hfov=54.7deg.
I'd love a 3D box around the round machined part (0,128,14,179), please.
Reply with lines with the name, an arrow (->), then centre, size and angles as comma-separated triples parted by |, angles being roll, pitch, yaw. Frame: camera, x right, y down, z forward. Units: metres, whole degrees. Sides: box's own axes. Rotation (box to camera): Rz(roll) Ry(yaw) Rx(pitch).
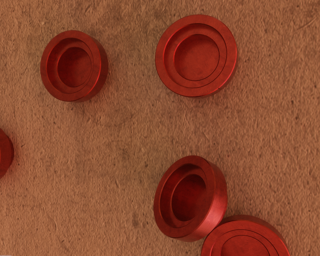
round machined part -> -0.277, 0.040, 0.498 | 0.098, 0.042, 0.097 | 0, 90, 20

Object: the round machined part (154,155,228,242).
round machined part -> 0.040, 0.085, 0.368 | 0.098, 0.042, 0.098 | -33, 41, 35

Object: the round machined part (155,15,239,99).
round machined part -> 0.047, -0.085, 0.383 | 0.098, 0.042, 0.097 | 0, 90, 20

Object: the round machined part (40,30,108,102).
round machined part -> -0.116, -0.085, 0.441 | 0.098, 0.042, 0.097 | 0, 90, 20

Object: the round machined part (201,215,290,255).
round machined part -> 0.100, 0.150, 0.363 | 0.098, 0.042, 0.097 | 0, 91, 18
